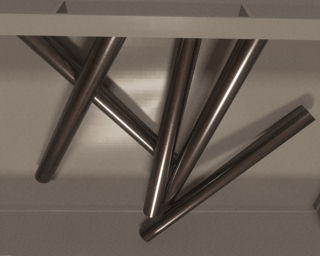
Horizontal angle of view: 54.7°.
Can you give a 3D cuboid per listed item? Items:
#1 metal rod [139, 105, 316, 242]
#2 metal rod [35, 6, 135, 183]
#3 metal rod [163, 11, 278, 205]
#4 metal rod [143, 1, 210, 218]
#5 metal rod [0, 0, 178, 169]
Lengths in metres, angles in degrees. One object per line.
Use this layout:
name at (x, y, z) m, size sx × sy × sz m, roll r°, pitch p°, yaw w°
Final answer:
metal rod at (0.083, 0.074, 0.442) m, size 0.299 × 0.025 × 0.025 m, roll -41°, pitch 120°, yaw 18°
metal rod at (-0.105, -0.012, 0.369) m, size 0.025 × 0.025 × 0.298 m, roll 22°, pitch 135°, yaw -19°
metal rod at (0.051, 0.006, 0.372) m, size 0.025 × 0.025 × 0.298 m, roll 12°, pitch 134°, yaw -11°
metal rod at (0.012, 0.001, 0.385) m, size 0.025 × 0.025 × 0.298 m, roll 7°, pitch 122°, yaw -7°
metal rod at (-0.068, -0.035, 0.378) m, size 0.025 × 0.025 × 0.300 m, roll -31°, pitch 124°, yaw 23°
